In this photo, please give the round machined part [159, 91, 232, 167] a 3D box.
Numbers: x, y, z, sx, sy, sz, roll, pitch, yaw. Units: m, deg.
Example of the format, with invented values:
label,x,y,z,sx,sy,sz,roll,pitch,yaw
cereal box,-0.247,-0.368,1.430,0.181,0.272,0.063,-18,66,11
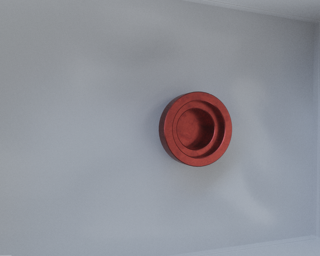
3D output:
label,x,y,z,sx,sy,sz,roll,pitch,yaw
round machined part,0.044,0.001,0.419,0.099,0.042,0.097,0,90,-21
